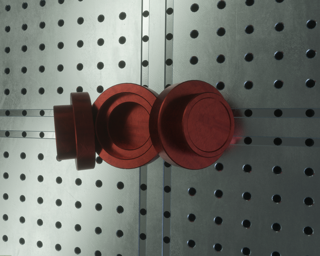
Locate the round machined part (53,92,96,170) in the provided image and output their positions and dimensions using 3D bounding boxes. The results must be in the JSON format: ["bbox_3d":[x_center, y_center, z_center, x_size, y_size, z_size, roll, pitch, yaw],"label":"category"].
[{"bbox_3d":[-0.108,0.004,0.386,0.042,0.098,0.097,-5,88,-18],"label":"round machined part"}]

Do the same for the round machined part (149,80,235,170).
[{"bbox_3d":[0.041,-0.003,0.334,0.042,0.099,0.097,0,90,60],"label":"round machined part"}]

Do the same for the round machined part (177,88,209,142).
[{"bbox_3d":[0.034,-0.003,0.391,0.098,0.042,0.097,0,90,19],"label":"round machined part"}]

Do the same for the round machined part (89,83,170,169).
[{"bbox_3d":[-0.032,-0.002,0.368,0.098,0.042,0.097,0,90,19],"label":"round machined part"}]

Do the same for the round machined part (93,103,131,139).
[{"bbox_3d":[-0.059,-0.003,0.423,0.098,0.042,0.097,0,90,19],"label":"round machined part"}]
